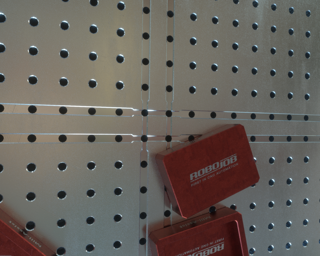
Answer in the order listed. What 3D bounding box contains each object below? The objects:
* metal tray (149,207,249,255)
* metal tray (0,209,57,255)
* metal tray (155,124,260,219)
[{"bbox_3d":[0.058,0.173,0.431,0.131,0.030,0.090,-12,94,-20],"label":"metal tray"},{"bbox_3d":[-0.184,0.153,0.342,0.090,0.030,0.130,-47,105,-14],"label":"metal tray"},{"bbox_3d":[0.069,0.057,0.435,0.131,0.030,0.090,-21,97,-19],"label":"metal tray"}]
